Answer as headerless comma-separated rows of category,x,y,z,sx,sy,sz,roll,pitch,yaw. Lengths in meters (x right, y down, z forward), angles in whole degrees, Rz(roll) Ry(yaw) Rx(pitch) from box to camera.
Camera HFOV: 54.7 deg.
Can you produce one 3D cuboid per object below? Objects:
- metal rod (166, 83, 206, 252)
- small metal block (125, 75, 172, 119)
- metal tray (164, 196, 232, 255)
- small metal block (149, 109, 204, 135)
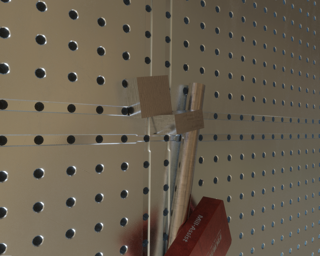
metal rod,0.033,0.084,0.436,0.025,0.025,0.298,14,81,-39
small metal block,-0.014,-0.040,0.397,0.050,0.025,0.050,-12,98,-39
metal tray,0.055,0.170,0.427,0.131,0.030,0.089,-43,127,-44
small metal block,0.022,-0.008,0.411,0.050,0.050,0.025,-13,98,-39
